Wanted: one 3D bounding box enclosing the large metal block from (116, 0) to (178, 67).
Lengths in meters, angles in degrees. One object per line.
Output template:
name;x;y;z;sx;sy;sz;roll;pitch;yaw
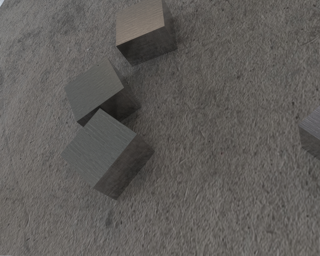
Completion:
large metal block;-0.022;-0.156;0.496;0.080;0.050;0.080;-17;55;18

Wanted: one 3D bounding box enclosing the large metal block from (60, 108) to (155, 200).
large metal block;-0.068;0.033;0.404;0.080;0.050;0.080;32;80;38

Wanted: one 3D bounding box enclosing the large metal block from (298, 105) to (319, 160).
large metal block;0.191;0.005;0.285;0.080;0.050;0.080;-43;51;-1

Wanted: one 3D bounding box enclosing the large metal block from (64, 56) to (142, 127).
large metal block;-0.086;-0.046;0.462;0.080;0.050;0.080;-35;51;5
